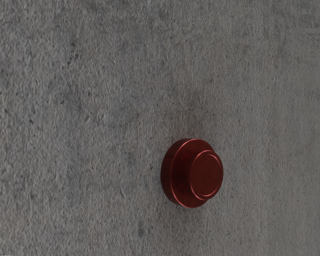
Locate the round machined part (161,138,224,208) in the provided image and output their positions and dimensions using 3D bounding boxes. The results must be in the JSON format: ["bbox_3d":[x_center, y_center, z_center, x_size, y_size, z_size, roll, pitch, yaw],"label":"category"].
[{"bbox_3d":[0.052,0.064,0.436,0.099,0.042,0.097,0,90,-40],"label":"round machined part"}]
